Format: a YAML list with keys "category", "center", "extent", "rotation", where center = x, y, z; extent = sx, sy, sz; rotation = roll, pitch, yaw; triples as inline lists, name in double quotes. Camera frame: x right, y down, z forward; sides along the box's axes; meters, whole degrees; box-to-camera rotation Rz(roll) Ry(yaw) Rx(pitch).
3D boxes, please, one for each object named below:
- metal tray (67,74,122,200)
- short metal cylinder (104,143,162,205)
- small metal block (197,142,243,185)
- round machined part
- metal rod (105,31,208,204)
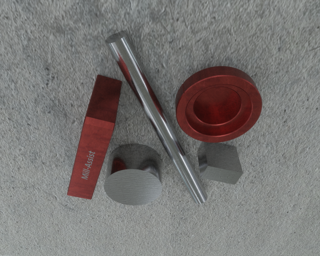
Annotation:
- category: "metal tray"
  center: [-0.080, 0.013, 0.376]
  extent: [0.030, 0.090, 0.129]
  rotation: [14, 129, -12]
- category: "short metal cylinder"
  center: [-0.037, 0.068, 0.449]
  extent: [0.081, 0.050, 0.079]
  rotation: [0, 130, 0]
- category: "small metal block"
  center: [0.082, 0.047, 0.430]
  extent: [0.050, 0.050, 0.025]
  rotation: [13, 129, -11]
- category: "round machined part"
  center: [0.067, -0.032, 0.371]
  extent: [0.099, 0.042, 0.097]
  rotation: [-1, 130, 0]
- category: "metal rod"
  center: [0.010, 0.009, 0.417]
  extent: [0.025, 0.025, 0.299]
  rotation: [-18, 128, 14]
